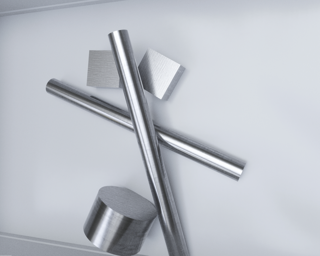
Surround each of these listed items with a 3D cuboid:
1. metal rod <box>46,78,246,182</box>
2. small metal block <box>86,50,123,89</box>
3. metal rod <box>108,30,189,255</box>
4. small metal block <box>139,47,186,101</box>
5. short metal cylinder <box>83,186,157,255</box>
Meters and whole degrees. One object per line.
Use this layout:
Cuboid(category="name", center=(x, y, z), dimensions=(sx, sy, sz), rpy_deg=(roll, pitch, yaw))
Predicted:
Cuboid(category="metal rod", center=(-0.031, -0.005, 0.420), dimensions=(0.301, 0.025, 0.025), rpy_deg=(24, 98, 18))
Cuboid(category="small metal block", center=(-0.073, -0.081, 0.435), dimensions=(0.050, 0.025, 0.050), rpy_deg=(6, 92, 19))
Cuboid(category="metal rod", center=(-0.013, 0.028, 0.389), dimensions=(0.025, 0.025, 0.298), rpy_deg=(-14, 95, 19))
Cuboid(category="small metal block", center=(-0.003, -0.071, 0.411), dimensions=(0.050, 0.025, 0.050), rpy_deg=(32, 100, 16))
Cuboid(category="short metal cylinder", center=(-0.051, 0.117, 0.398), dimensions=(0.080, 0.080, 0.050), rpy_deg=(27, 99, 17))
